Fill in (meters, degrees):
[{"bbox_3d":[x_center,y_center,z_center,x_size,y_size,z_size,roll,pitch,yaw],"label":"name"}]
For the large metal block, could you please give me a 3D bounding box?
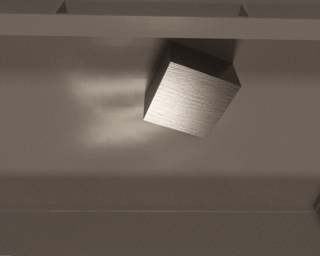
[{"bbox_3d":[0.033,-0.042,0.357,0.081,0.050,0.079,17,128,-14],"label":"large metal block"}]
